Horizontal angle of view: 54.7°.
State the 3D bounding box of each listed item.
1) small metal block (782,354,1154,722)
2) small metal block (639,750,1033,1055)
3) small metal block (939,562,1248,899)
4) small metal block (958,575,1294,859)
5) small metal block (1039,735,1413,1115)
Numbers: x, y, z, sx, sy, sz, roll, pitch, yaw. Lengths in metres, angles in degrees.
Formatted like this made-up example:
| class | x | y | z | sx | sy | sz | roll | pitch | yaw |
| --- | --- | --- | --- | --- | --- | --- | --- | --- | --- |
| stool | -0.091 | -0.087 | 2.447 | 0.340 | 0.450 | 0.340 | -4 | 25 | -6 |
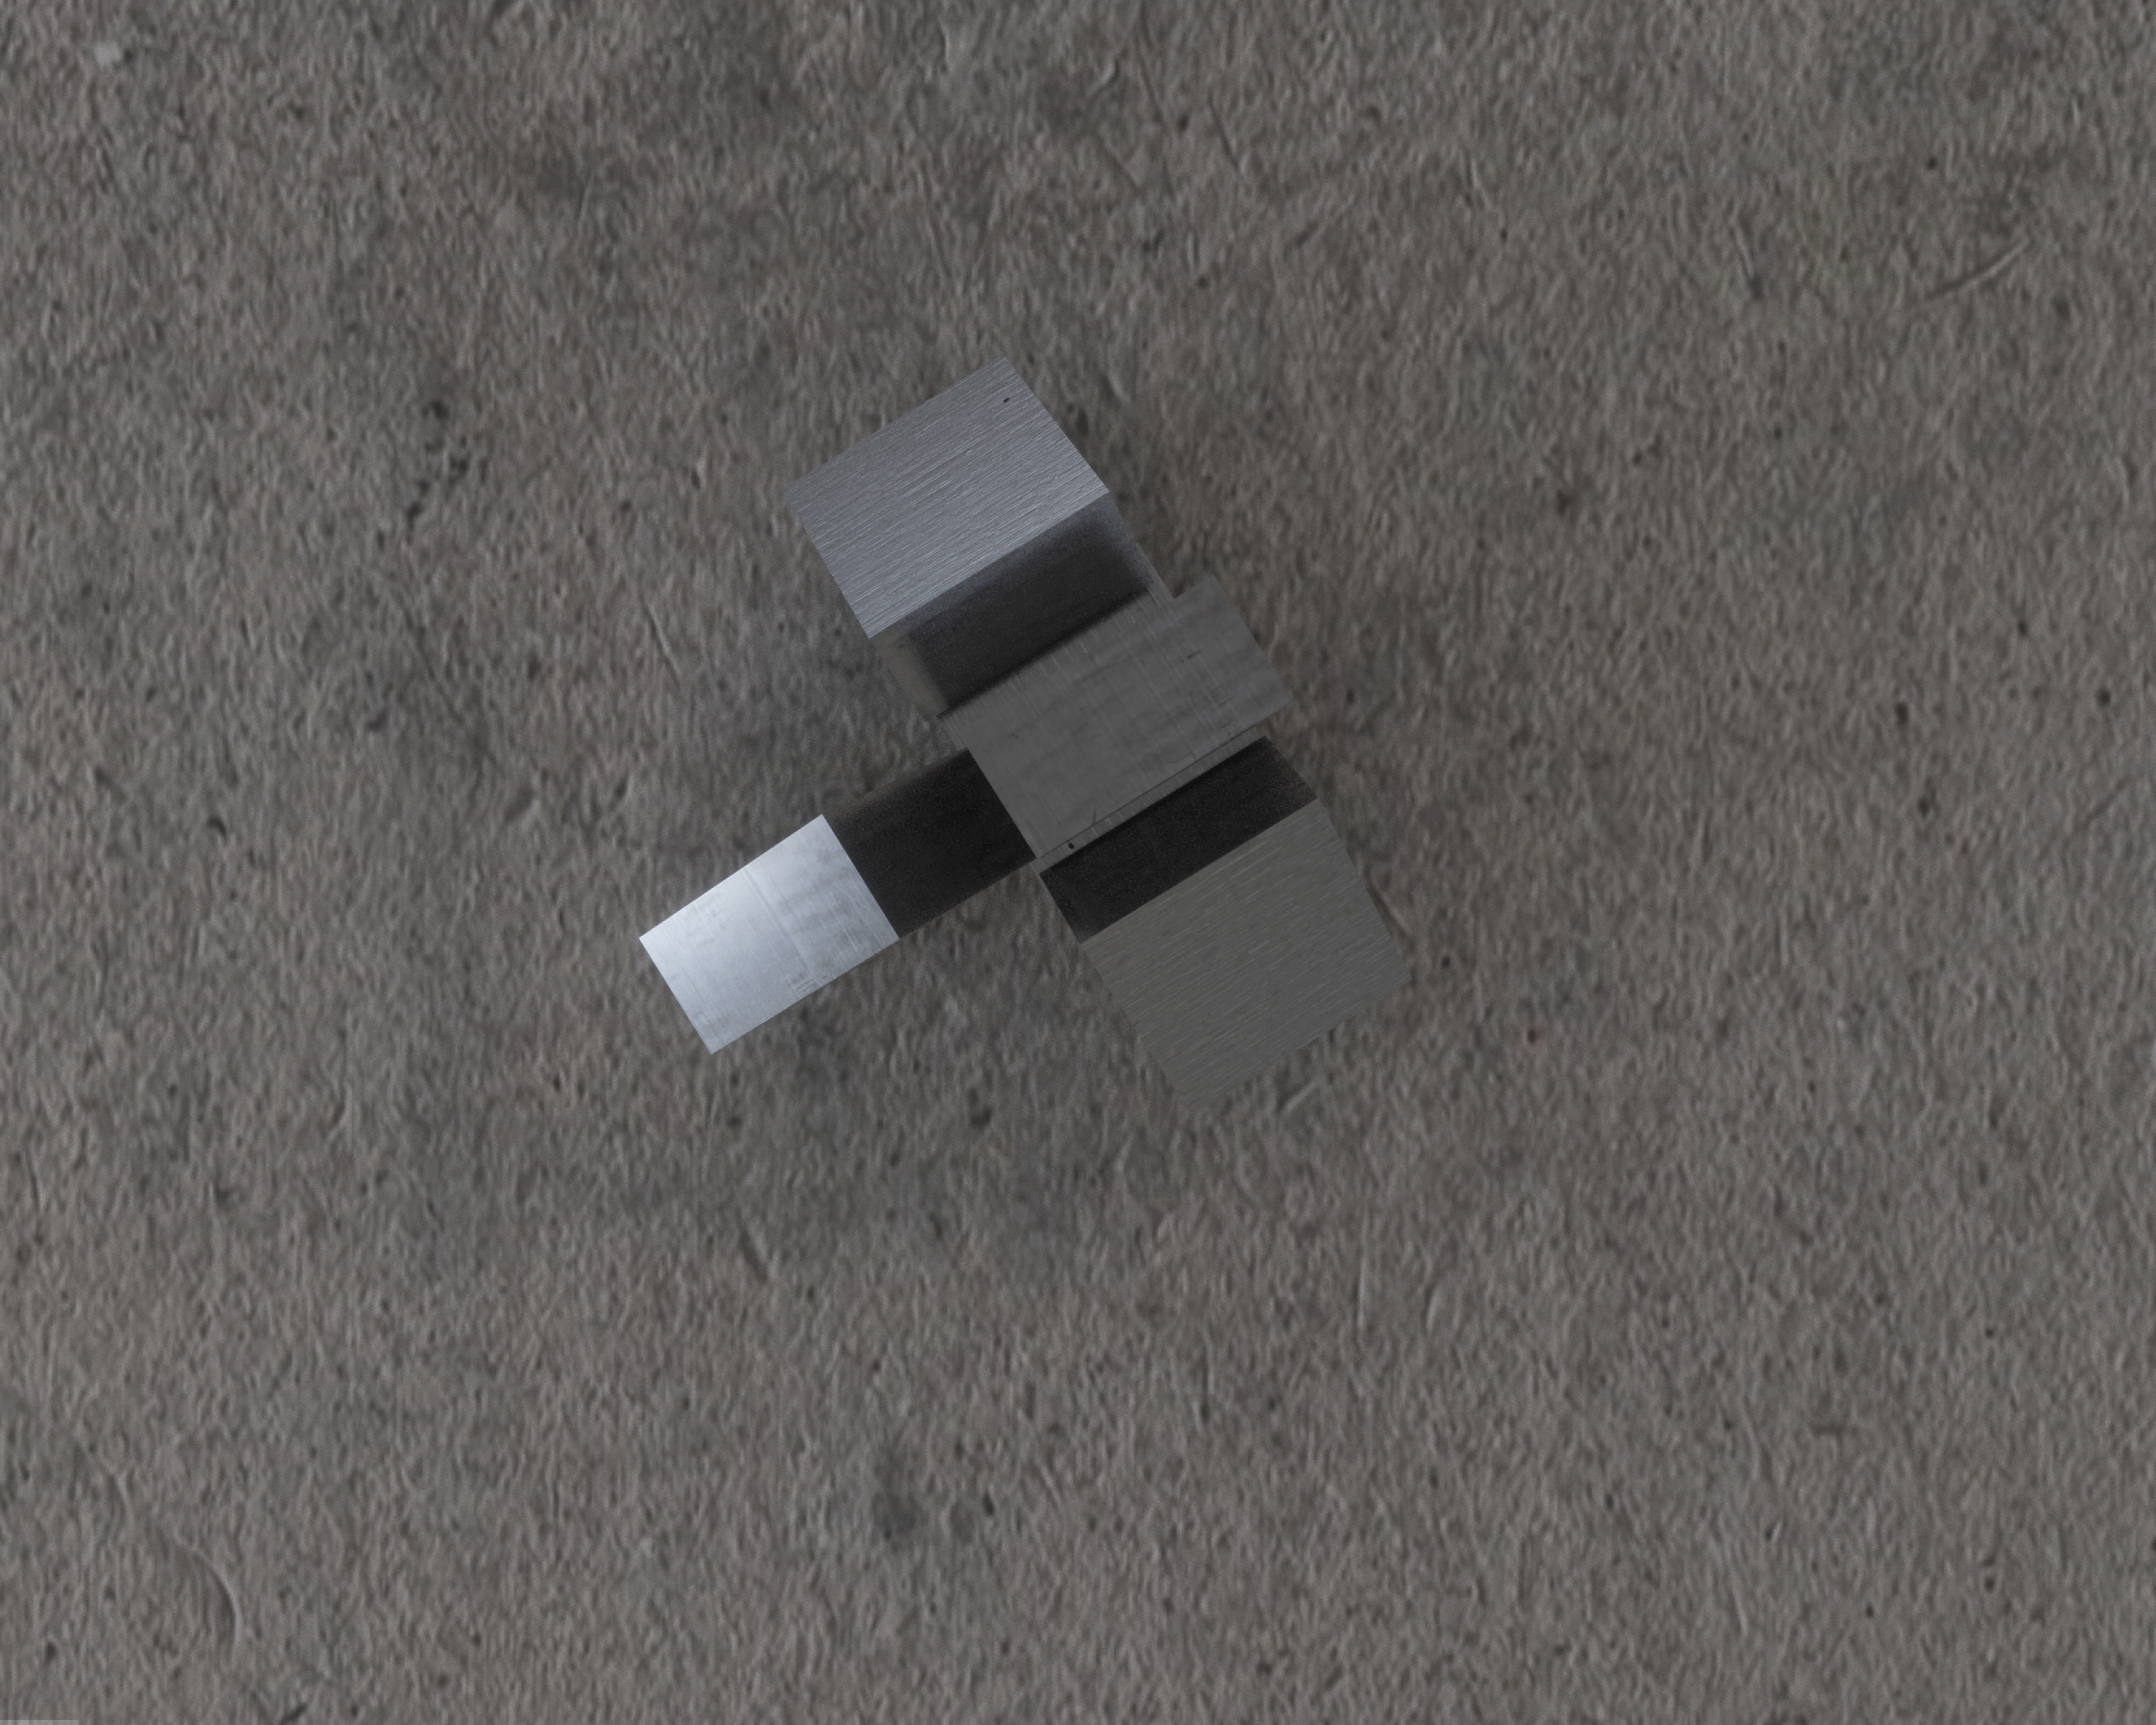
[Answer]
| class | x | y | z | sx | sy | sz | roll | pitch | yaw |
| --- | --- | --- | --- | --- | --- | --- | --- | --- | --- |
| small metal block | -0.021 | -0.062 | 0.396 | 0.050 | 0.025 | 0.050 | -32 | 50 | 0 |
| small metal block | -0.044 | 0.006 | 0.388 | 0.050 | 0.050 | 0.025 | -31 | 90 | 32 |
| small metal block | 0.003 | -0.027 | 0.410 | 0.050 | 0.025 | 0.050 | -32 | 90 | 0 |
| small metal block | 0.008 | -0.025 | 0.372 | 0.050 | 0.050 | 0.025 | -32 | 90 | 0 |
| small metal block | 0.029 | 0.012 | 0.398 | 0.050 | 0.025 | 0.050 | -32 | 126 | 0 |
